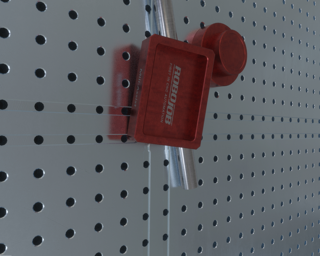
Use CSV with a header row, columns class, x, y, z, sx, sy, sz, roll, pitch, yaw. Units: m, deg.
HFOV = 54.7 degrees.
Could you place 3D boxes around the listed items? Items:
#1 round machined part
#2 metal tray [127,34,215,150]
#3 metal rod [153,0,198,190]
class,x,y,z,sx,sy,sz,roll,pitch,yaw
round machined part,0.098,-0.114,0.480,0.099,0.042,0.097,0,90,-40
metal tray,0.015,-0.043,0.393,0.091,0.030,0.129,9,90,-23
metal rod,0.020,-0.062,0.425,0.025,0.025,0.298,-15,100,-39
